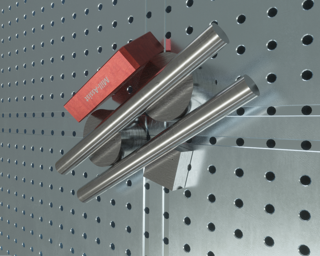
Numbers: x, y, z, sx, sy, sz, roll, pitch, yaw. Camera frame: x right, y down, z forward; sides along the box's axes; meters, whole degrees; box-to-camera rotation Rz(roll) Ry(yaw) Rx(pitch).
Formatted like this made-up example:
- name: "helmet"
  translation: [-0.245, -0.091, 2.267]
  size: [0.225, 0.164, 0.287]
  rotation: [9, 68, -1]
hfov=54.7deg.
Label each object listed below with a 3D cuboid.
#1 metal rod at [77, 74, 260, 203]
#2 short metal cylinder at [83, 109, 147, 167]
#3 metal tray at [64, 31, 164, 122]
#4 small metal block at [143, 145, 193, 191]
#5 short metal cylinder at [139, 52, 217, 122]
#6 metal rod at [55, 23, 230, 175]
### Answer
- name: "metal rod"
  translation: [-0.012, 0.030, 0.384]
  size: [0.299, 0.025, 0.025]
  rotation: [-35, 69, 34]
- name: "short metal cylinder"
  translation: [-0.065, 0.014, 0.444]
  size: [0.080, 0.050, 0.079]
  rotation: [0, 90, 39]
- name: "metal tray"
  translation: [-0.061, -0.067, 0.413]
  size: [0.130, 0.090, 0.030]
  rotation: [-35, 100, 34]
- name: "small metal block"
  translation: [0.009, 0.046, 0.399]
  size: [0.050, 0.025, 0.050]
  rotation: [19, 102, 38]
- name: "short metal cylinder"
  translation: [0.021, -0.047, 0.375]
  size: [0.080, 0.050, 0.079]
  rotation: [0, 90, 39]
- name: "metal rod"
  translation: [-0.043, -0.016, 0.376]
  size: [0.299, 0.025, 0.025]
  rotation: [-36, 68, 33]
